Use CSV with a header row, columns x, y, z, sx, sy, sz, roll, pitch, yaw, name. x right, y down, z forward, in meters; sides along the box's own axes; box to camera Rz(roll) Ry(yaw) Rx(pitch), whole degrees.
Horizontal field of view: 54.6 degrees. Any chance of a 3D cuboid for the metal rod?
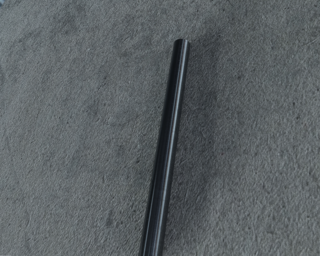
x,y,z,sx,sy,sz,roll,pitch,yaw,name
0.011,0.007,0.394,0.025,0.025,0.300,-5,59,26,metal rod
